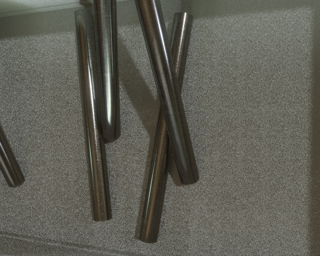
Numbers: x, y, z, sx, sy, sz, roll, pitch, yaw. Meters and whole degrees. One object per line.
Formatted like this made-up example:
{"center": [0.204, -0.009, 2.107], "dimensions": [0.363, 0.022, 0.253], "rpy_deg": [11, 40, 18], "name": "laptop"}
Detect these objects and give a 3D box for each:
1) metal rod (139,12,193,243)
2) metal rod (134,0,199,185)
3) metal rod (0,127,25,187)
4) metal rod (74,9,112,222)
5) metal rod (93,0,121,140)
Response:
{"center": [0.007, 0.002, 0.407], "dimensions": [0.025, 0.025, 0.298], "rpy_deg": [10, 93, 19], "name": "metal rod"}
{"center": [0.003, -0.067, 0.342], "dimensions": [0.025, 0.025, 0.298], "rpy_deg": [-6, 114, 20], "name": "metal rod"}
{"center": [-0.266, -0.048, 0.443], "dimensions": [0.025, 0.025, 0.298], "rpy_deg": [-8, 111, 20], "name": "metal rod"}
{"center": [-0.096, -0.019, 0.444], "dimensions": [0.025, 0.025, 0.298], "rpy_deg": [-7, 88, 20], "name": "metal rod"}
{"center": [-0.061, -0.112, 0.351], "dimensions": [0.025, 0.025, 0.298], "rpy_deg": [17, 128, 19], "name": "metal rod"}
